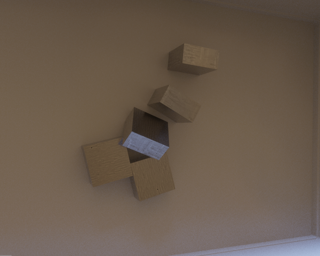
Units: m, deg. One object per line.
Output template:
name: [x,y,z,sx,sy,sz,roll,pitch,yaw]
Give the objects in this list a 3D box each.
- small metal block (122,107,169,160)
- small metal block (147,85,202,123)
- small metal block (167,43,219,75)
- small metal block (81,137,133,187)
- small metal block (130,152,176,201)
small metal block: [-0.017,0.007,0.390,0.050,0.050,0.025,24,124,-19]
small metal block: [0.018,-0.030,0.405,0.050,0.050,0.025,31,80,-18]
small metal block: [0.044,-0.090,0.414,0.050,0.050,0.025,6,88,-20]
small metal block: [-0.066,0.041,0.387,0.050,0.025,0.050,-14,95,-20]
small metal block: [-0.013,0.062,0.407,0.050,0.025,0.050,-15,95,-20]
